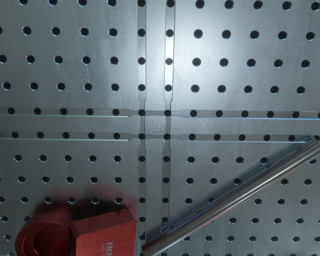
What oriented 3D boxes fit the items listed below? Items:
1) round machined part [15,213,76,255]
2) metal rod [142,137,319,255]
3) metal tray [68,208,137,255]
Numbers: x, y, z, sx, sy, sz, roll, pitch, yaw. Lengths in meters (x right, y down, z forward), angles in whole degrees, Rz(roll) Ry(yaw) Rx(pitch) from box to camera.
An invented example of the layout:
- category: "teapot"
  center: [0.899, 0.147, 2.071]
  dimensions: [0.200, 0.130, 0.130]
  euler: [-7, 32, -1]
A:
- category: "round machined part"
  center: [-0.159, 0.167, 0.464]
  dimensions: [0.099, 0.042, 0.097]
  euler: [0, 110, -1]
- category: "metal rod"
  center: [0.099, 0.108, 0.454]
  dimensions: [0.300, 0.025, 0.025]
  euler: [-35, 107, 11]
- category: "metal tray"
  center: [-0.086, 0.190, 0.457]
  dimensions: [0.091, 0.030, 0.129]
  euler: [-6, 114, -32]
